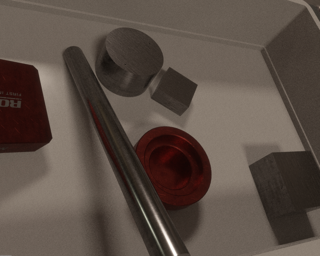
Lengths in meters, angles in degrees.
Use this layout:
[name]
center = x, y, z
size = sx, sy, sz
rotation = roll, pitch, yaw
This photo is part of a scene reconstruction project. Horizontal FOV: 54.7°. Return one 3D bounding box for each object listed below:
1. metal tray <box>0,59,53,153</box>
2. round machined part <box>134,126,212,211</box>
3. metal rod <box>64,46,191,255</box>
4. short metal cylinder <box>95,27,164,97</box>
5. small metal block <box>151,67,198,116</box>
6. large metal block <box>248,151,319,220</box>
[metal tray]
center = -0.172, -0.023, 0.285
size = 0.131, 0.030, 0.090
rotation = 2, 67, -53
[round machined part]
center = 0.009, 0.050, 0.370
size = 0.099, 0.042, 0.098
rotation = 14, 56, -21
[metal rod]
center = -0.052, -0.002, 0.307
size = 0.025, 0.025, 0.300
rotation = -3, 40, -30
[short metal cylinder]
center = -0.042, -0.089, 0.423
size = 0.081, 0.050, 0.080
rotation = 14, 56, -21
[small metal block]
center = 0.022, -0.053, 0.452
size = 0.050, 0.025, 0.050
rotation = 31, 52, -9
[large metal block]
center = 0.186, 0.080, 0.444
size = 0.081, 0.050, 0.080
rotation = 1, 62, -28
